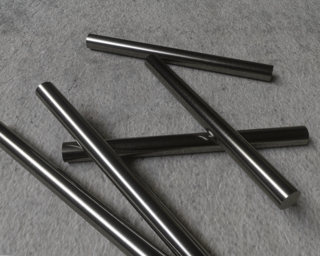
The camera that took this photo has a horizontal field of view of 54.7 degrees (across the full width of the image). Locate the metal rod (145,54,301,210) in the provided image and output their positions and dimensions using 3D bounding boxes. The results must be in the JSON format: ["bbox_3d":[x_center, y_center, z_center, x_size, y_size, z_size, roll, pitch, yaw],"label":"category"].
[{"bbox_3d":[0.055,-0.019,0.392,0.025,0.025,0.300,-21,45,-17],"label":"metal rod"}]

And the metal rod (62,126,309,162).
[{"bbox_3d":[0.034,0.019,0.387,0.302,0.025,0.025,-4,50,-4],"label":"metal rod"}]

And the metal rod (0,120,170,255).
[{"bbox_3d":[-0.100,0.070,0.343,0.300,0.025,0.025,31,57,23],"label":"metal rod"}]

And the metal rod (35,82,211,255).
[{"bbox_3d":[-0.045,0.048,0.337,0.025,0.025,0.300,-35,66,-26],"label":"metal rod"}]

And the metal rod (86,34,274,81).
[{"bbox_3d":[0.026,-0.116,0.500,0.301,0.025,0.025,12,51,9],"label":"metal rod"}]
